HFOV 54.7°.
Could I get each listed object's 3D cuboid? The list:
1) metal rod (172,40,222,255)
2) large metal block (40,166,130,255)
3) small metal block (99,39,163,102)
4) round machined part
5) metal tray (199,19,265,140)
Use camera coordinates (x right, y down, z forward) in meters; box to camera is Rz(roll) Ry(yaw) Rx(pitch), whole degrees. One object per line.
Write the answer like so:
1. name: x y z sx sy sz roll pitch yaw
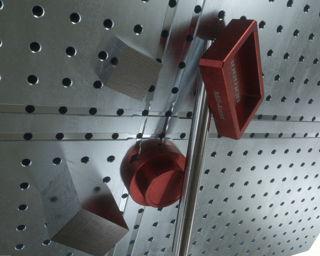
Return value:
1. metal rod: 0.048 0.036 0.418 0.025 0.025 0.298 0 105 -29
2. large metal block: -0.095 0.105 0.390 0.050 0.080 0.080 -45 130 3
3. small metal block: -0.033 -0.065 0.354 0.050 0.025 0.050 21 107 -37
4. round machined part: 0.002 0.077 0.451 0.099 0.042 0.097 -14 125 -21
5. metal tray: 0.097 -0.059 0.395 0.090 0.030 0.130 -52 140 -27
